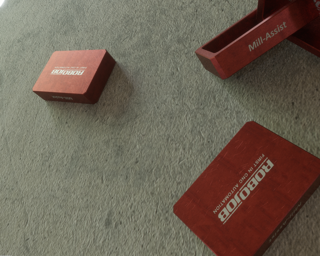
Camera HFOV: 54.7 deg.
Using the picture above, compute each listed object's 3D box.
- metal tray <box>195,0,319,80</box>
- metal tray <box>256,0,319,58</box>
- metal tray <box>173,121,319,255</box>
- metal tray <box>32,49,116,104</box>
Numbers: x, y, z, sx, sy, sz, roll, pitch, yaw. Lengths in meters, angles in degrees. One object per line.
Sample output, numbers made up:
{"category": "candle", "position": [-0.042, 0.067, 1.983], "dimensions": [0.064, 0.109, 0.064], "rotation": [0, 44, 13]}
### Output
{"category": "metal tray", "position": [0.113, -0.116, 0.384], "dimensions": [0.130, 0.030, 0.090], "rotation": [-34, 19, 5]}
{"category": "metal tray", "position": [0.169, -0.130, 0.337], "dimensions": [0.030, 0.090, 0.130], "rotation": [-39, 60, -12]}
{"category": "metal tray", "position": [0.088, 0.066, 0.314], "dimensions": [0.130, 0.030, 0.090], "rotation": [-48, 51, -6]}
{"category": "metal tray", "position": [-0.149, -0.090, 0.534], "dimensions": [0.130, 0.030, 0.090], "rotation": [7, 65, 31]}
